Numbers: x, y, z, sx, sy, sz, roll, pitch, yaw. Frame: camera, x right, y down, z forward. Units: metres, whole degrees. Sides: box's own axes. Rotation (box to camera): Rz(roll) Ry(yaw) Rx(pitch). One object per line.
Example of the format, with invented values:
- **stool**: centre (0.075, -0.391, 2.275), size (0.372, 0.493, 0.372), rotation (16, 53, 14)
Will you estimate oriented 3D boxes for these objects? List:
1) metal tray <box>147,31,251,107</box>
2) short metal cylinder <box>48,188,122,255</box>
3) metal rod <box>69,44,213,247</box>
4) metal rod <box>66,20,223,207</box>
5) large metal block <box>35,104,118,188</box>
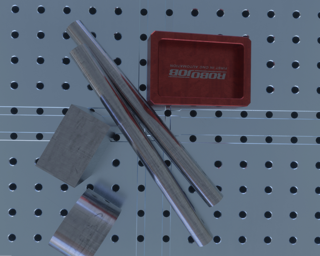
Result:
- **metal tray**: centre (0.050, -0.073, 0.400), size (0.131, 0.030, 0.089), rotation (1, 90, -11)
- **short metal cylinder**: centre (-0.091, 0.123, 0.385), size (0.050, 0.080, 0.080), rotation (34, 90, -1)
- **metal rod**: centre (-0.021, 0.026, 0.402), size (0.025, 0.025, 0.299), rotation (-33, 95, 0)
- **metal rod**: centre (-0.020, -0.019, 0.413), size (0.025, 0.025, 0.300), rotation (-39, 91, 0)
- **large metal block**: centre (-0.097, 0.020, 0.385), size (0.050, 0.080, 0.080), rotation (30, 90, 0)
